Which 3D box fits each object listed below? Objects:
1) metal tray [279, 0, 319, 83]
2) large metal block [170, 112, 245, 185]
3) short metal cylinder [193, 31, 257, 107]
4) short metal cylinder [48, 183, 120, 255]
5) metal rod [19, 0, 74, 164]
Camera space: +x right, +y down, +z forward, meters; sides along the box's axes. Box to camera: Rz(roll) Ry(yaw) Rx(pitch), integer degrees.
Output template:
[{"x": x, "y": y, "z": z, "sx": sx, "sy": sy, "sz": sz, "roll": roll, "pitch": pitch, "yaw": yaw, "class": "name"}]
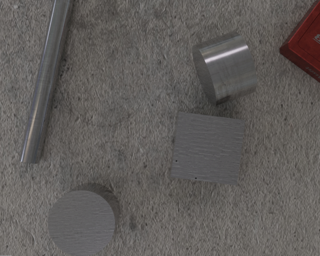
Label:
[{"x": 0.239, "y": -0.102, "z": 0.409, "sx": 0.130, "sy": 0.030, "sz": 0.090, "roll": 37, "pitch": 90, "yaw": 0, "class": "metal tray"}, {"x": 0.058, "y": 0.025, "z": 0.398, "sx": 0.080, "sy": 0.050, "sz": 0.080, "roll": 7, "pitch": 90, "yaw": 0, "class": "large metal block"}, {"x": 0.078, "y": -0.072, "z": 0.383, "sx": 0.050, "sy": 0.080, "sz": 0.080, "roll": -20, "pitch": 90, "yaw": 0, "class": "short metal cylinder"}, {"x": -0.094, "y": 0.114, "z": 0.397, "sx": 0.081, "sy": 0.050, "sz": 0.080, "roll": 0, "pitch": 90, "yaw": 0, "class": "short metal cylinder"}, {"x": -0.141, "y": -0.102, "z": 0.408, "sx": 0.025, "sy": 0.025, "sz": 0.298, "roll": 12, "pitch": 90, "yaw": 0, "class": "metal rod"}]
